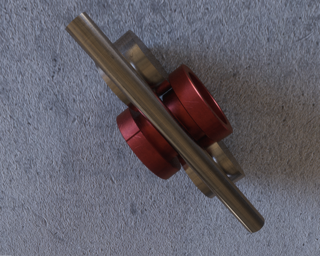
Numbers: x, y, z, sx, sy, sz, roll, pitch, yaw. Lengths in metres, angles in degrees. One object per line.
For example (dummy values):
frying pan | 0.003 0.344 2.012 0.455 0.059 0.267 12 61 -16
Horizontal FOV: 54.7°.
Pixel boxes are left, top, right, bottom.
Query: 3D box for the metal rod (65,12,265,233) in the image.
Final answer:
metal rod | 0.018 0.007 0.329 0.025 0.025 0.300 -38 106 12

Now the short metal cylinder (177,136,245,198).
short metal cylinder | 0.064 0.043 0.398 0.050 0.080 0.080 -37 106 12

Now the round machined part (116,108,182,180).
round machined part | -0.004 0.011 0.375 0.042 0.098 0.098 -39 106 9

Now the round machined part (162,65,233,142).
round machined part | 0.040 -0.023 0.364 0.042 0.098 0.098 -36 107 17

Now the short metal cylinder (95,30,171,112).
short metal cylinder | -0.028 -0.065 0.357 0.050 0.080 0.080 -37 106 12
